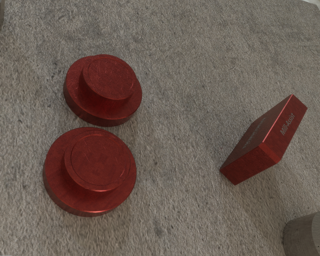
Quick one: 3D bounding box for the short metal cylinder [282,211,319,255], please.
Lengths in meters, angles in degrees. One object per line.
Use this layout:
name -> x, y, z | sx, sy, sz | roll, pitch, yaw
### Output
short metal cylinder -> 0.212, 0.155, 0.410 | 0.081, 0.050, 0.080 | 14, 56, -21

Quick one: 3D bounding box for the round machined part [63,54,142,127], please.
round machined part -> -0.068, -0.054, 0.390 | 0.099, 0.042, 0.098 | 14, 56, -21

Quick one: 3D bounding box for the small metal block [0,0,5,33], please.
small metal block -> -0.212, -0.144, 0.362 | 0.050, 0.050, 0.025 | 11, 57, -23

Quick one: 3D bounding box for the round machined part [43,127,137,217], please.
round machined part -> -0.070, 0.041, 0.331 | 0.099, 0.042, 0.098 | 14, 56, -21

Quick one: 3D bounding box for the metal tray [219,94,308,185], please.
metal tray -> 0.145, 0.015, 0.433 | 0.030, 0.090, 0.131 | 45, 51, 2
